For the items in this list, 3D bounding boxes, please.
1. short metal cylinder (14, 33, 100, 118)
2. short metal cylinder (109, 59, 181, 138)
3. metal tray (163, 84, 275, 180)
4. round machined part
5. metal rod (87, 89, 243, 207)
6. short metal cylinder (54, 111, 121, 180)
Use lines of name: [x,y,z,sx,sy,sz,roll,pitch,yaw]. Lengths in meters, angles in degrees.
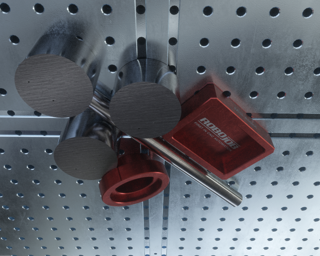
short metal cylinder: [-0.111,-0.058,0.345,0.081,0.050,0.079,0,130,0]
short metal cylinder: [-0.016,-0.034,0.365,0.081,0.050,0.079,0,130,0]
metal tray: [0.079,0.011,0.417,0.130,0.030,0.090,36,122,-27]
round machined part: [-0.039,0.071,0.447,0.099,0.042,0.098,-15,147,-10]
metal rod: [0.019,0.040,0.446,0.301,0.025,0.025,36,121,-27]
short metal cylinder: [-0.094,0.024,0.415,0.081,0.050,0.079,0,130,0]
